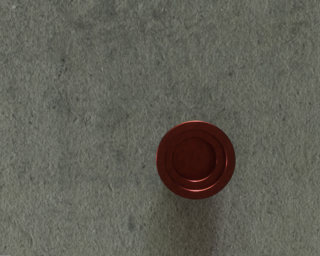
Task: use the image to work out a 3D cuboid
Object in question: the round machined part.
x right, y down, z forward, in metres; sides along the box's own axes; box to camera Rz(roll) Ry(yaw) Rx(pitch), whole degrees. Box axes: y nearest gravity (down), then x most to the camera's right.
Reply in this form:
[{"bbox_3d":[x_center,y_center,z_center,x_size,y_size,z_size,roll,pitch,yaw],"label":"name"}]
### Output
[{"bbox_3d":[0.044,0.040,0.402,0.099,0.042,0.097,0,90,-1],"label":"round machined part"}]
